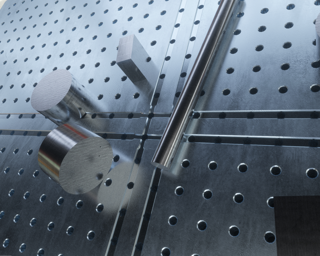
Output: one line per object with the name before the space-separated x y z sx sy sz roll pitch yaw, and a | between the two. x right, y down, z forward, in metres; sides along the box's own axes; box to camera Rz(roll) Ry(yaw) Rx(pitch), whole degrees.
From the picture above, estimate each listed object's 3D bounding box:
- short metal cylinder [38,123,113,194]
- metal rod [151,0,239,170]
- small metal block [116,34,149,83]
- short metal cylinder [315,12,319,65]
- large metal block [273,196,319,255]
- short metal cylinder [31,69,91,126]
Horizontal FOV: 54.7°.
short metal cylinder | -0.109 0.039 0.406 0.050 0.080 0.080 26 76 37
metal rod | 0.057 -0.083 0.428 0.025 0.025 0.300 11 67 33
small metal block | -0.041 -0.107 0.480 0.025 0.050 0.050 -11 57 23
short metal cylinder | 0.216 -0.101 0.341 0.080 0.050 0.080 -13 56 21
large metal block | 0.139 0.089 0.245 0.080 0.080 0.050 -7 59 24
short metal cylinder | -0.162 -0.049 0.508 0.080 0.050 0.080 -13 56 21
